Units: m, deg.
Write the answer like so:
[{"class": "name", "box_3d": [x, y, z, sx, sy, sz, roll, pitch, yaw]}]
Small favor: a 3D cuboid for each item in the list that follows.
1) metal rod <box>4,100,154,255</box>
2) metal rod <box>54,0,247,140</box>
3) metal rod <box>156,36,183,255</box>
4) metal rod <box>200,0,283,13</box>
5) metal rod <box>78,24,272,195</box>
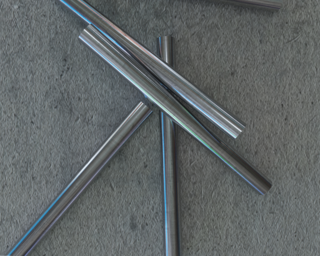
[{"class": "metal rod", "box_3d": [-0.116, 0.084, 0.408, 0.025, 0.025, 0.300, 41, 90, 0]}, {"class": "metal rod", "box_3d": [-0.021, -0.088, 0.388, 0.300, 0.025, 0.025, 39, 90, 8]}, {"class": "metal rod", "box_3d": [0.013, 0.031, 0.409, 0.025, 0.025, 0.298, -2, 90, 0]}, {"class": "metal rod", "box_3d": [0.009, -0.190, 0.409, 0.302, 0.025, 0.025, 9, 90, 0]}, {"class": "metal rod", "box_3d": [0.026, -0.017, 0.386, 0.300, 0.025, 0.025, 40, 90, -10]}]
